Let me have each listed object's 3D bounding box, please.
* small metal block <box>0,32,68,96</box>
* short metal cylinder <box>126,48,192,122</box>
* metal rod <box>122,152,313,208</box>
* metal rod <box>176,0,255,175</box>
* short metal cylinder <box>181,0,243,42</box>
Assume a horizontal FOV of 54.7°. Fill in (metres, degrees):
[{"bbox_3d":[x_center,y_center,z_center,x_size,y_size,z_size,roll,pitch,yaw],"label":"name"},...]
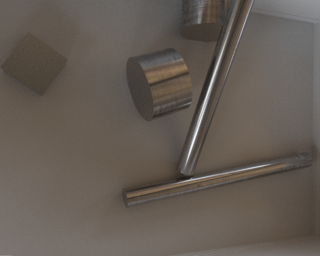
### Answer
[{"bbox_3d":[-0.144,-0.073,0.358,0.050,0.025,0.050,36,78,-17],"label":"small metal block"},{"bbox_3d":[-0.003,-0.053,0.381,0.050,0.080,0.080,-19,97,-19],"label":"short metal cylinder"},{"bbox_3d":[0.096,0.070,0.447,0.303,0.025,0.025,-8,93,-20],"label":"metal rod"},{"bbox_3d":[0.072,-0.074,0.369,0.025,0.025,0.298,7,115,-20],"label":"metal rod"},{"bbox_3d":[0.069,-0.150,0.408,0.081,0.080,0.050,2,90,-20],"label":"short metal cylinder"}]
